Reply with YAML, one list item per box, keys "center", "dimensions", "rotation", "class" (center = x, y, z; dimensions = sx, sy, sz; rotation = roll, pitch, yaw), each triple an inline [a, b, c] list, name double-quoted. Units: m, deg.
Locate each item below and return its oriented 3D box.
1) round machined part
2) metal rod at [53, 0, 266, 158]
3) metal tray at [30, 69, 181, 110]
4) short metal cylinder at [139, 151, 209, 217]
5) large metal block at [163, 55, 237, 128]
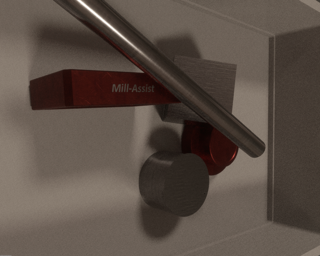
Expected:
- center: [0.082, 0.023, 0.467]
  dimensions: [0.099, 0.042, 0.097]
  rotation: [0, 90, -40]
  class: "round machined part"
- center: [0.021, -0.042, 0.306]
  dimensions: [0.301, 0.025, 0.025]
  rotation: [34, 69, -35]
  class: "metal rod"
- center: [-0.053, -0.037, 0.320]
  dimensions: [0.131, 0.090, 0.030]
  rotation: [-6, 94, -40]
  class: "metal tray"
- center: [0.019, 0.071, 0.409]
  dimensions: [0.081, 0.050, 0.079]
  rotation: [0, 90, -40]
  class: "short metal cylinder"
- center: [0.051, -0.045, 0.411]
  dimensions: [0.081, 0.050, 0.080]
  rotation: [8, 84, -6]
  class: "large metal block"
